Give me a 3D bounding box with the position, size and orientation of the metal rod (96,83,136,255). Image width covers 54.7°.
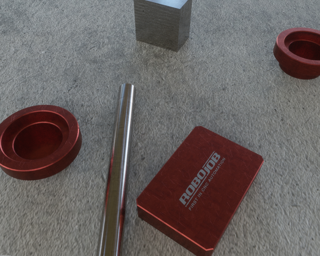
[{"bbox_3d":[-0.048,0.059,0.352,0.025,0.025,0.300,1,50,0],"label":"metal rod"}]

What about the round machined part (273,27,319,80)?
[{"bbox_3d":[0.230,-0.114,0.491,0.099,0.042,0.098,0,50,0],"label":"round machined part"}]

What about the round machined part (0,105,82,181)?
[{"bbox_3d":[-0.143,0.021,0.373,0.099,0.042,0.098,0,50,0],"label":"round machined part"}]

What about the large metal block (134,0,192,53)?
[{"bbox_3d":[0.005,-0.185,0.523,0.080,0.080,0.050,21,53,16],"label":"large metal block"}]

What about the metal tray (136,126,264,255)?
[{"bbox_3d":[0.047,0.064,0.347,0.090,0.030,0.131,28,55,21],"label":"metal tray"}]
